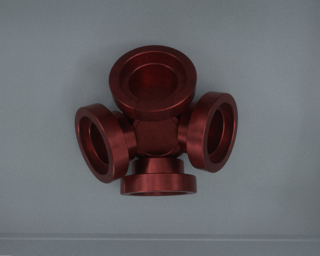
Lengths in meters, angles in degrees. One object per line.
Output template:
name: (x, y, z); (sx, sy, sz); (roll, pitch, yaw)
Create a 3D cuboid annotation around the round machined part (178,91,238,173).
round machined part: (0.057, 0.003, 0.383); (0.042, 0.099, 0.097); (12, 115, 34)

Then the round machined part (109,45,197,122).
round machined part: (-0.007, -0.047, 0.363); (0.099, 0.098, 0.042); (-3, 148, 1)

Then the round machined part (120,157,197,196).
round machined part: (-0.002, 0.065, 0.404); (0.099, 0.098, 0.042); (-1, 74, 0)

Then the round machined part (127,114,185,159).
round machined part: (-0.004, 0.002, 0.401); (0.099, 0.042, 0.097); (0, 110, -1)

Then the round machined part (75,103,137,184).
round machined part: (-0.065, 0.016, 0.386); (0.042, 0.098, 0.097); (-21, 114, -33)
